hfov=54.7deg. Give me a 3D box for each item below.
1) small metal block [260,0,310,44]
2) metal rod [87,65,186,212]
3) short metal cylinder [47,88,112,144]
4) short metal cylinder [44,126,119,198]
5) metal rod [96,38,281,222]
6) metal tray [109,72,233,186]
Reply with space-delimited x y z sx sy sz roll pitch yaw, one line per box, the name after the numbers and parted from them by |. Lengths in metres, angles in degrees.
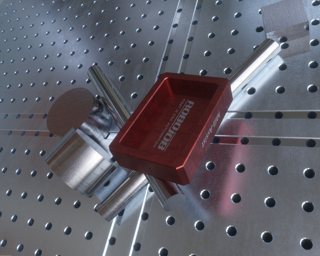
0.164 -0.141 0.409 0.050 0.025 0.050 -12 57 21 | small metal block
-0.048 -0.010 0.415 0.025 0.025 0.300 -39 44 2 | metal rod
-0.119 -0.013 0.460 0.080 0.050 0.080 -13 56 21 | short metal cylinder
-0.098 0.043 0.397 0.050 0.080 0.080 -47 52 -5 | short metal cylinder
0.038 0.000 0.387 0.300 0.025 0.025 -45 51 -4 | metal rod
0.016 -0.007 0.345 0.090 0.030 0.130 12 53 31 | metal tray
